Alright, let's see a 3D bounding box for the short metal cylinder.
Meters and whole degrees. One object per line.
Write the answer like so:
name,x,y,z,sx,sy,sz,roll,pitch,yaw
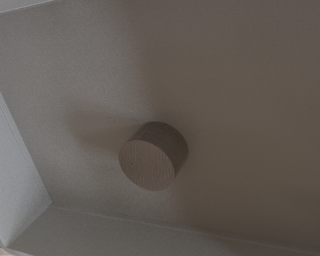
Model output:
short metal cylinder,-0.008,0.038,0.419,0.080,0.050,0.079,13,124,20
